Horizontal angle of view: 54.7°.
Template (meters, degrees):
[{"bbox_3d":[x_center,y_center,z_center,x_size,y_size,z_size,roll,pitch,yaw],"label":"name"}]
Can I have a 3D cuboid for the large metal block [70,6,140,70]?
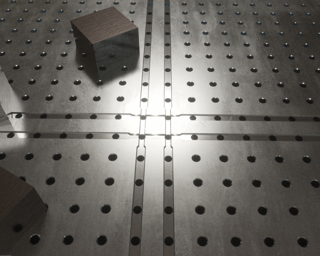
[{"bbox_3d":[-0.091,-0.152,0.518,0.081,0.050,0.080,-28,56,-22],"label":"large metal block"}]

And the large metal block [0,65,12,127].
[{"bbox_3d":[-0.254,-0.041,0.422,0.081,0.050,0.080,-14,52,-12],"label":"large metal block"}]

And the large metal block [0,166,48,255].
[{"bbox_3d":[-0.181,0.085,0.317,0.080,0.050,0.080,25,54,19],"label":"large metal block"}]
